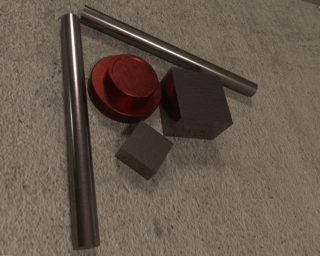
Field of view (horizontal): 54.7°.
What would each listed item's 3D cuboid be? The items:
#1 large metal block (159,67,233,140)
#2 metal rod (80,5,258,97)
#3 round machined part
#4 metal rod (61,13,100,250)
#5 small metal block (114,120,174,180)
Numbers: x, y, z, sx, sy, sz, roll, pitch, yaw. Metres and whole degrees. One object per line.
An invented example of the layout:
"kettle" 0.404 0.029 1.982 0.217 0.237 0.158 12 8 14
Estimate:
"large metal block" 0.046 -0.032 0.434 0.081 0.050 0.080 6 59 -26
"metal rod" 0.024 -0.115 0.488 0.302 0.025 0.025 20 54 -17
"round machined part" -0.041 -0.058 0.407 0.099 0.042 0.098 14 56 -21
"metal rod" -0.097 -0.017 0.362 0.025 0.025 0.299 3 60 -27
"small metal block" -0.019 0.027 0.379 0.050 0.025 0.050 37 51 -4
